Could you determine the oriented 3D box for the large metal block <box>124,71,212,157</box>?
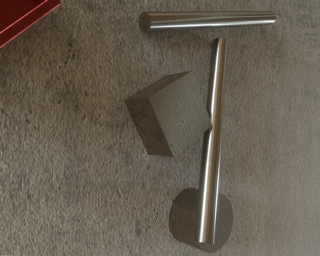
[{"bbox_3d":[0.013,-0.019,0.401,0.081,0.050,0.080,-36,112,-34],"label":"large metal block"}]

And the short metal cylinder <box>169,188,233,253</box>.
[{"bbox_3d":[0.059,0.129,0.441,0.081,0.050,0.079,0,90,-40],"label":"short metal cylinder"}]

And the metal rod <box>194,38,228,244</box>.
[{"bbox_3d":[0.074,0.003,0.431,0.025,0.025,0.299,27,62,-37],"label":"metal rod"}]

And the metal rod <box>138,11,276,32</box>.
[{"bbox_3d":[0.093,-0.170,0.484,0.302,0.025,0.025,-18,102,-39],"label":"metal rod"}]

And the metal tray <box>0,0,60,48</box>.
[{"bbox_3d":[-0.164,-0.110,0.264,0.130,0.030,0.090,-52,121,-27],"label":"metal tray"}]
